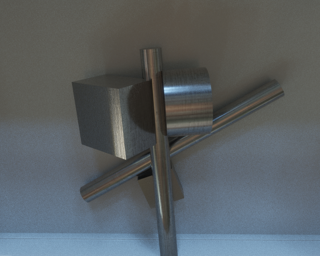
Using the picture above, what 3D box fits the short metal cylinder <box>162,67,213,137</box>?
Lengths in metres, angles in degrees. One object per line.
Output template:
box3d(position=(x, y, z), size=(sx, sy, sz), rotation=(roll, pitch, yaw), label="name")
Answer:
box3d(position=(0.030, -0.031, 0.369), size=(0.050, 0.080, 0.079), rotation=(-5, 110, 0), label="short metal cylinder")

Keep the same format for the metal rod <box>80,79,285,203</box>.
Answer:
box3d(position=(0.022, 0.022, 0.417), size=(0.300, 0.025, 0.025), rotation=(-30, 108, 10), label="metal rod")

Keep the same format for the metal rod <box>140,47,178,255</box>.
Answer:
box3d(position=(0.001, 0.050, 0.400), size=(0.025, 0.025, 0.298), rotation=(-5, 109, 1), label="metal rod")

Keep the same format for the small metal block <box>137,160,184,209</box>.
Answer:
box3d(position=(0.002, 0.081, 0.439), size=(0.050, 0.025, 0.050), rotation=(-20, 109, 7), label="small metal block")

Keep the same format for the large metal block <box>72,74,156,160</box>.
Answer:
box3d(position=(-0.054, -0.017, 0.369), size=(0.080, 0.050, 0.079), rotation=(13, 116, 38), label="large metal block")
